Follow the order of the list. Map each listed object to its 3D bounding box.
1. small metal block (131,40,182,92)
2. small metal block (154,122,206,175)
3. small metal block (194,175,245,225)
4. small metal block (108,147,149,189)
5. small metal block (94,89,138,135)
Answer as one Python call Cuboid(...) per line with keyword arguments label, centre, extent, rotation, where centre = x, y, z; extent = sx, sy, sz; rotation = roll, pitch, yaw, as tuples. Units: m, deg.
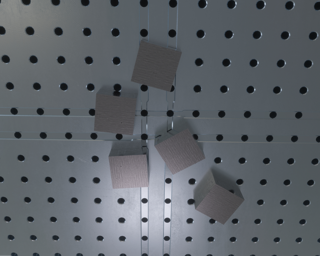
Cuboid(label="small metal block", centre=(-0.005, -0.078, 0.385), extent=(0.050, 0.025, 0.050), rotation=(15, 109, -6))
Cuboid(label="small metal block", centre=(0.027, 0.028, 0.424), extent=(0.050, 0.025, 0.050), rotation=(-29, 108, 10))
Cuboid(label="small metal block", centre=(0.085, 0.105, 0.453), extent=(0.050, 0.025, 0.050), rotation=(30, 107, -11))
Cuboid(label="small metal block", centre=(-0.042, 0.056, 0.433), extent=(0.050, 0.025, 0.050), rotation=(-3, 110, 1))
Cuboid(label="small metal block", centre=(-0.057, -0.021, 0.405), extent=(0.050, 0.025, 0.050), rotation=(7, 110, -3))
